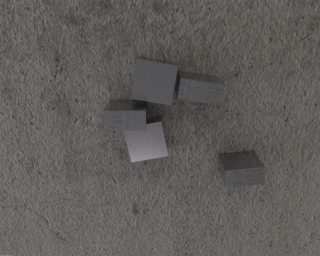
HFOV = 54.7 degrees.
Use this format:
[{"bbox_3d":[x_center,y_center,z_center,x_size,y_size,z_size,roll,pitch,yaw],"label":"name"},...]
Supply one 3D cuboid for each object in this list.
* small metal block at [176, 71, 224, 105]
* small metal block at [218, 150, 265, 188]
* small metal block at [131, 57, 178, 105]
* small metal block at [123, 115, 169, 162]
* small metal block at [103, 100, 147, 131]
[{"bbox_3d":[0.047,-0.050,0.378,0.050,0.050,0.025,8,110,-3],"label":"small metal block"},{"bbox_3d":[0.108,0.054,0.417,0.050,0.050,0.025,-5,110,2],"label":"small metal block"},{"bbox_3d":[-0.007,-0.059,0.388,0.050,0.025,0.050,9,110,-4],"label":"small metal block"},{"bbox_3d":[-0.018,0.014,0.415,0.050,0.025,0.050,-10,111,3],"label":"small metal block"},{"bbox_3d":[-0.041,-0.017,0.390,0.050,0.050,0.025,0,110,0],"label":"small metal block"}]
